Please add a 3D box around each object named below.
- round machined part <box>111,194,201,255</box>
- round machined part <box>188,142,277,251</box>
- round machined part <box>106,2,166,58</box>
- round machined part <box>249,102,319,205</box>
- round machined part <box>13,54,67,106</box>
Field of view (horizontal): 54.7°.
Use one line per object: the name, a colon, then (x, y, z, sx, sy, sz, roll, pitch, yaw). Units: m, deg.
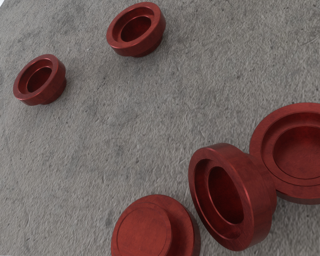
round machined part: (-0.010, 0.117, 0.327, 0.098, 0.042, 0.098, -13, 56, 21)
round machined part: (0.071, 0.061, 0.295, 0.042, 0.097, 0.098, -14, 47, -24)
round machined part: (-0.035, -0.155, 0.506, 0.098, 0.042, 0.098, -13, 56, 21)
round machined part: (0.141, 0.027, 0.302, 0.098, 0.042, 0.098, -13, 56, 21)
round machined part: (-0.207, -0.080, 0.551, 0.098, 0.042, 0.098, -13, 56, 21)
